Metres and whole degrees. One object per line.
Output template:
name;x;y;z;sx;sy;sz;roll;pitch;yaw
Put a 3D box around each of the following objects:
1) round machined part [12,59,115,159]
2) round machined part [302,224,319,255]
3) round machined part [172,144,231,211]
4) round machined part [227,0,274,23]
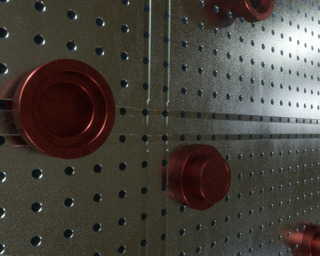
round machined part;-0.099;-0.019;0.317;0.099;0.042;0.097;0;90;-40
round machined part;0.371;0.274;0.715;0.099;0.042;0.097;0;90;-40
round machined part;0.068;0.073;0.458;0.099;0.042;0.097;0;90;-40
round machined part;0.150;-0.228;0.526;0.099;0.042;0.097;0;90;-40
